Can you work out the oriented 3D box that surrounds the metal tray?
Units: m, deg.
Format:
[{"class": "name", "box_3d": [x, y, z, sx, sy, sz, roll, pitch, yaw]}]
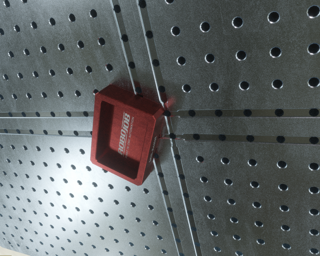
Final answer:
[{"class": "metal tray", "box_3d": [-0.050, 0.013, 0.443, 0.090, 0.030, 0.129, 23, 127, 14]}]
